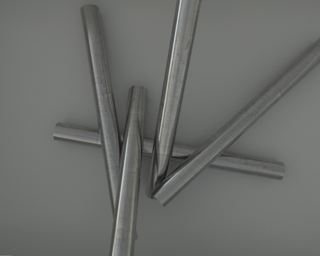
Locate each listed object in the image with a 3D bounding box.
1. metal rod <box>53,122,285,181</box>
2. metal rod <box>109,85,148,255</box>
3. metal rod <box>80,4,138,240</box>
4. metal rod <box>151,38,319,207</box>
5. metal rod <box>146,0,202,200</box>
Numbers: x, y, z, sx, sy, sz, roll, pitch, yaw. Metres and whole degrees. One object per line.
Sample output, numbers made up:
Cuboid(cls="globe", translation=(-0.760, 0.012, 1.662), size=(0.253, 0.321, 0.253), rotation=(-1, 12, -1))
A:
Cuboid(cls="metal rod", translation=(0.012, 0.031, 0.411), size=(0.302, 0.025, 0.025), rotation=(10, 90, 0))
Cuboid(cls="metal rod", translation=(-0.037, 0.082, 0.343), size=(0.025, 0.025, 0.299), rotation=(3, 62, 0))
Cuboid(cls="metal rod", translation=(-0.066, -0.012, 0.389), size=(0.025, 0.025, 0.298), rotation=(-11, 81, 0))
Cuboid(cls="metal rod", translation=(0.109, -0.012, 0.394), size=(0.301, 0.025, 0.025), rotation=(-41, 90, -7))
Cuboid(cls="metal rod", translation=(0.016, -0.048, 0.349), size=(0.025, 0.025, 0.298), rotation=(9, 113, 0))
